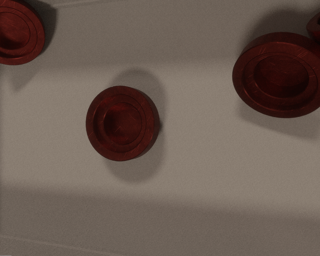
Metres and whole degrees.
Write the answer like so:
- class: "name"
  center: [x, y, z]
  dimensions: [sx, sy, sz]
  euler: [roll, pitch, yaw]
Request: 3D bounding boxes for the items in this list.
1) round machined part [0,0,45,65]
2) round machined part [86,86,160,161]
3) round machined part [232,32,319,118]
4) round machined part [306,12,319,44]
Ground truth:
- class: "round machined part"
  center: [-0.223, -0.147, 0.459]
  dimensions: [0.098, 0.098, 0.042]
  euler: [-43, 38, 15]
- class: "round machined part"
  center: [-0.046, -0.006, 0.417]
  dimensions: [0.098, 0.042, 0.097]
  euler: [0, 90, 19]
- class: "round machined part"
  center: [0.133, -0.060, 0.336]
  dimensions: [0.098, 0.097, 0.042]
  euler: [20, 53, 18]
- class: "round machined part"
  center: [0.203, -0.104, 0.307]
  dimensions: [0.098, 0.098, 0.042]
  euler: [-26, 110, 18]
